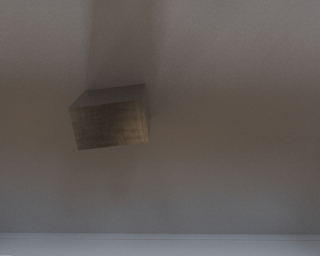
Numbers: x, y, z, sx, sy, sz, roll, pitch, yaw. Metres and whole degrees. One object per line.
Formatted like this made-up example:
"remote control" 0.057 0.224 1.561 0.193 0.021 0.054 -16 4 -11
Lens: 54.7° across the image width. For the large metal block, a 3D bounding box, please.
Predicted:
"large metal block" -0.055 -0.016 0.375 0.080 0.080 0.050 -7 110 2
